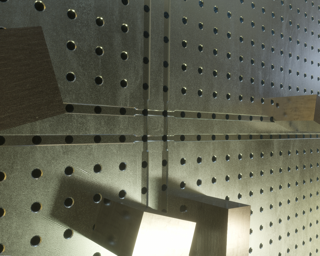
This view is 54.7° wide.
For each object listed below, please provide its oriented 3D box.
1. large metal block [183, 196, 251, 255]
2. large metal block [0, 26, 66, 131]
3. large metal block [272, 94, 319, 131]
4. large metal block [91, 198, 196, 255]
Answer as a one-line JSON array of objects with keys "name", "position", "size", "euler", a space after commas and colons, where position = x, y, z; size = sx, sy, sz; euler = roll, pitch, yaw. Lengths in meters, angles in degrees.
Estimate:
[{"name": "large metal block", "position": [0.079, 0.145, 0.442], "size": [0.050, 0.080, 0.080], "euler": [6, 87, -40]}, {"name": "large metal block", "position": [-0.142, -0.041, 0.275], "size": [0.081, 0.050, 0.079], "euler": [-21, 104, -38]}, {"name": "large metal block", "position": [0.285, -0.027, 0.616], "size": [0.080, 0.080, 0.050], "euler": [20, 78, -39]}, {"name": "large metal block", "position": [-0.019, 0.120, 0.359], "size": [0.080, 0.080, 0.050], "euler": [25, 75, -38]}]
